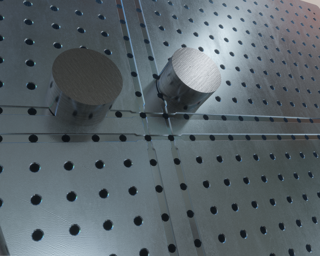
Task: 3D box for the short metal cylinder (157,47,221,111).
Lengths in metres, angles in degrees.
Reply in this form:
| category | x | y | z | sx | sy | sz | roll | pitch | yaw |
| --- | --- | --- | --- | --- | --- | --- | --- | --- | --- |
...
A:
| category | x | y | z | sx | sy | sz | roll | pitch | yaw |
| --- | --- | --- | --- | --- | --- | --- | --- | --- | --- |
| short metal cylinder | 0.043 | -0.072 | 0.458 | 0.081 | 0.050 | 0.080 | 14 | 56 | -21 |

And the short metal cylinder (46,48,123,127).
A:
| category | x | y | z | sx | sy | sz | roll | pitch | yaw |
| --- | --- | --- | --- | --- | --- | --- | --- | --- | --- |
| short metal cylinder | -0.091 | -0.048 | 0.372 | 0.081 | 0.050 | 0.080 | 14 | 56 | -21 |

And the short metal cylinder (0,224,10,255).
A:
| category | x | y | z | sx | sy | sz | roll | pitch | yaw |
| --- | --- | --- | --- | --- | --- | --- | --- | --- | --- |
| short metal cylinder | -0.161 | 0.093 | 0.229 | 0.081 | 0.080 | 0.050 | -17 | 71 | -35 |
